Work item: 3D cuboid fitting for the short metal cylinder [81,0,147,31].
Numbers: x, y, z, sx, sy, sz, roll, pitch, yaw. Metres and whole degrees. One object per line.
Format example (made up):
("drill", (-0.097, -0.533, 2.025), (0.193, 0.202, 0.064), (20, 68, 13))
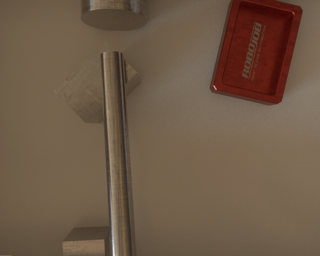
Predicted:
("short metal cylinder", (-0.056, -0.157, 0.383), (0.081, 0.080, 0.050), (0, 90, -1))

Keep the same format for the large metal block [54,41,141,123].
("large metal block", (-0.072, -0.051, 0.383), (0.080, 0.080, 0.050), (-45, 91, 0))

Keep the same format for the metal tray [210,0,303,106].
("metal tray", (0.126, -0.102, 0.410), (0.091, 0.030, 0.129), (13, 90, -1))

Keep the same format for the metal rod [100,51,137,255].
("metal rod", (-0.040, 0.070, 0.309), (0.025, 0.025, 0.298), (-5, 82, -1))

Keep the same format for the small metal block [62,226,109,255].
("small metal block", (-0.092, 0.148, 0.398), (0.050, 0.050, 0.025), (-3, 90, -1))
